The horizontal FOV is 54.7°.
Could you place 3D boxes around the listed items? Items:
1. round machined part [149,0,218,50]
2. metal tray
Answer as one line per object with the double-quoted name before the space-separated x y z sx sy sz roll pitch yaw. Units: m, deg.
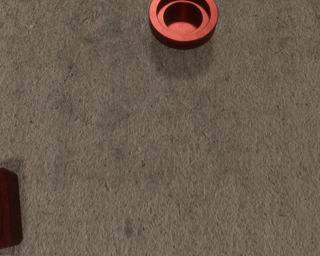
"round machined part" 0.033 -0.156 0.457 0.099 0.042 0.098 0 70 -1
"metal tray" -0.236 0.106 0.363 0.131 0.030 0.090 -12 71 -5
